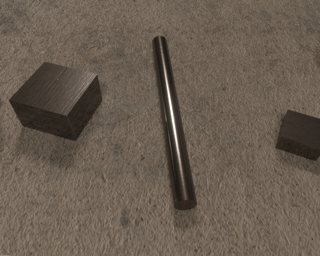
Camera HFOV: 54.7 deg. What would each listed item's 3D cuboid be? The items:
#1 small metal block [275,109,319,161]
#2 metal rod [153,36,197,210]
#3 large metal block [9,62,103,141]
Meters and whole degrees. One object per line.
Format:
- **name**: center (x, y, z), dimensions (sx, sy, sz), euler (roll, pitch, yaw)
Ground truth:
- **small metal block**: center (0.182, 0.008, 0.399), dimensions (0.050, 0.025, 0.050), euler (19, 52, 15)
- **metal rod**: center (0.013, -0.031, 0.429), dimensions (0.025, 0.025, 0.300), euler (-4, 50, -4)
- **large metal block**: center (-0.135, -0.037, 0.417), dimensions (0.080, 0.050, 0.080), euler (15, 52, 12)
